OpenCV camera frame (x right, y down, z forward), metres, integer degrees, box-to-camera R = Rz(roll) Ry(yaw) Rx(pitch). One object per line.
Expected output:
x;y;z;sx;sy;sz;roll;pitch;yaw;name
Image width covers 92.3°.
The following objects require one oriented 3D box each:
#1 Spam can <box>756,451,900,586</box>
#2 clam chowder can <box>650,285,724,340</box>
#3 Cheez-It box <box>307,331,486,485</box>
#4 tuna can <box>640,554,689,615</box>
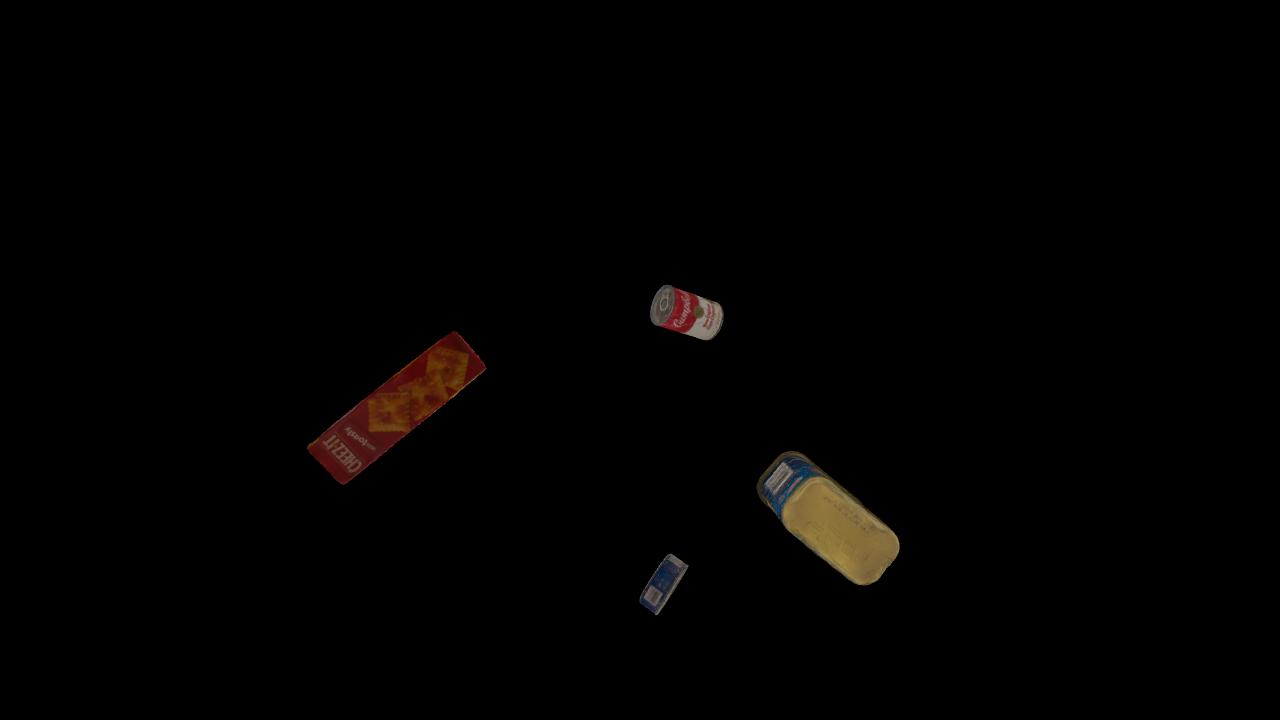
0.156;0.132;0.521;0.101;0.058;0.085;39;3;-2;Spam can
0.077;-0.075;1.001;0.102;0.068;0.068;16;-8;-29;clam chowder can
-0.315;0.054;0.822;0.223;0.071;0.166;-41;12;-12;Cheez-It box
0.034;0.327;0.898;0.034;0.084;0.084;31;10;16;tuna can
